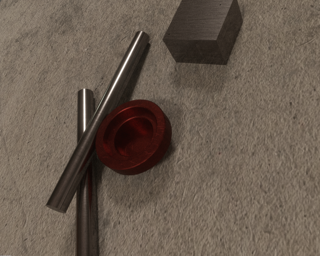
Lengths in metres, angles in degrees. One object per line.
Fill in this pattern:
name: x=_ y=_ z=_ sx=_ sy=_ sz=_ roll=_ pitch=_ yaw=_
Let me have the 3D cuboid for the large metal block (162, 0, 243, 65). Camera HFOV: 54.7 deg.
large metal block: x=0.062 y=-0.139 z=0.439 sx=0.080 sy=0.050 sz=0.080 roll=11 pitch=67 yaw=32

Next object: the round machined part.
round machined part: x=-0.029 y=0.015 z=0.398 sx=0.098 sy=0.042 sz=0.098 roll=-13 pitch=56 yaw=20

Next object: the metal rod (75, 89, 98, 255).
metal rod: x=-0.098 y=0.066 z=0.412 sx=0.025 sy=0.025 sz=0.299 roll=-21 pitch=54 yaw=15

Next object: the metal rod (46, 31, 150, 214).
metal rod: x=-0.076 y=-0.027 z=0.438 sx=0.025 sy=0.025 sz=0.300 roll=3 pitch=57 yaw=29
